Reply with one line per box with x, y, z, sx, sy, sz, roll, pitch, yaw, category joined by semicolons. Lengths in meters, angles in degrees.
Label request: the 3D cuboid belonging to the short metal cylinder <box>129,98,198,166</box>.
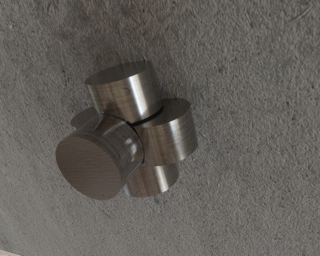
0.002;0.002;0.372;0.080;0.080;0.050;0;118;28;short metal cylinder

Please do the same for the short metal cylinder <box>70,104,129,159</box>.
-0.070;0.003;0.410;0.080;0.080;0.050;-1;118;28;short metal cylinder

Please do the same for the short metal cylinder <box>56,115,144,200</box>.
-0.065;0.032;0.341;0.080;0.050;0.079;13;124;20;short metal cylinder

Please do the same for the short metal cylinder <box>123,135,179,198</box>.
-0.019;0.046;0.410;0.080;0.080;0.050;0;118;28;short metal cylinder

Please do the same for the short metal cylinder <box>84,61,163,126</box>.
-0.042;-0.043;0.367;0.080;0.080;0.050;-2;118;28;short metal cylinder
